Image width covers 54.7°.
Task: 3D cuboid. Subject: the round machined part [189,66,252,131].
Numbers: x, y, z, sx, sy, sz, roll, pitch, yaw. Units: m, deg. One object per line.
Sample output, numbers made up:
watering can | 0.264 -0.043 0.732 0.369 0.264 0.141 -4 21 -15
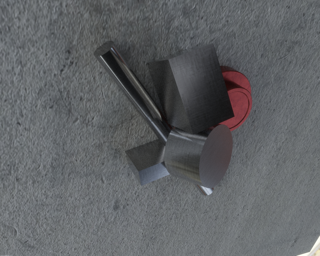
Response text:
round machined part | 0.086 -0.032 0.426 0.099 0.042 0.097 -14 125 -21

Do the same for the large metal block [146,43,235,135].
large metal block | 0.032 -0.045 0.350 0.050 0.080 0.080 -23 105 -13

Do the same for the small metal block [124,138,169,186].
small metal block | -0.013 0.044 0.414 0.050 0.050 0.025 -20 126 -18

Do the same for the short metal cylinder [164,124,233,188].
short metal cylinder | 0.050 0.030 0.392 0.081 0.050 0.079 -19 115 -48

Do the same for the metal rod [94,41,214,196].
metal rod | 0.010 0.009 0.421 0.025 0.025 0.300 -39 130 -3
